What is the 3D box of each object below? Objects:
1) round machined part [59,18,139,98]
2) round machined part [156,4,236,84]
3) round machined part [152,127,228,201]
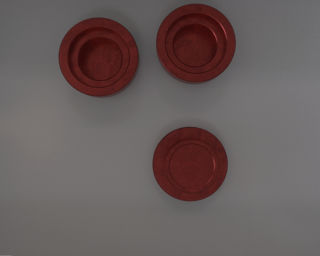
[{"bbox_3d":[-0.076,-0.088,0.402,0.099,0.042,0.097,0,90,0],"label":"round machined part"},{"bbox_3d":[0.045,-0.105,0.403,0.099,0.042,0.097,0,90,0],"label":"round machined part"},{"bbox_3d":[0.039,0.047,0.403,0.099,0.042,0.097,0,90,0],"label":"round machined part"}]
